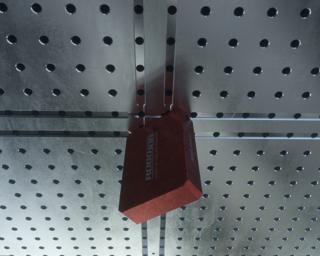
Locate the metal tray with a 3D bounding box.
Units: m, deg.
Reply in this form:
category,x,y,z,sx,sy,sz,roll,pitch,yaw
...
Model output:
category,x,y,z,sx,sy,sz,roll,pitch,yaw
metal tray,-0.001,0.041,0.378,0.090,0.130,0.030,-28,125,21
